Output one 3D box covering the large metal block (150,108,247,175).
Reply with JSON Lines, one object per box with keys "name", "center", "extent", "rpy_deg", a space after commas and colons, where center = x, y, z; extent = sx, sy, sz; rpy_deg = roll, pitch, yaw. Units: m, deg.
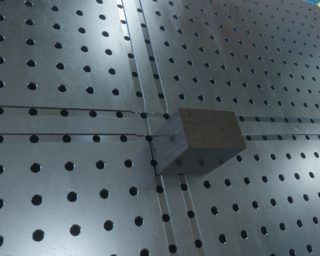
{"name": "large metal block", "center": [0.044, 0.019, 0.384], "extent": [0.081, 0.080, 0.050], "rpy_deg": [2, 61, -27]}
